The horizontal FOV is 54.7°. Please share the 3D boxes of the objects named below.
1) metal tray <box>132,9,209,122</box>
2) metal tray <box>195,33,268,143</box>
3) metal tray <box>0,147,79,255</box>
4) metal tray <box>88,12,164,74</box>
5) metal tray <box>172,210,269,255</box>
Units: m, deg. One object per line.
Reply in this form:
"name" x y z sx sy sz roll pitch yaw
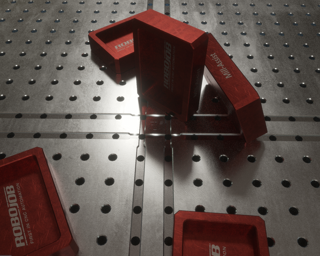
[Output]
"metal tray" 0.010 -0.077 0.404 0.090 0.129 0.030 31 57 23
"metal tray" 0.090 -0.054 0.408 0.030 0.090 0.130 -29 52 7
"metal tray" -0.151 0.089 0.327 0.091 0.030 0.130 -21 53 -18
"metal tray" -0.043 -0.151 0.530 0.131 0.030 0.090 -31 57 -24
"metal tray" 0.055 0.145 0.283 0.091 0.030 0.130 4 50 2
